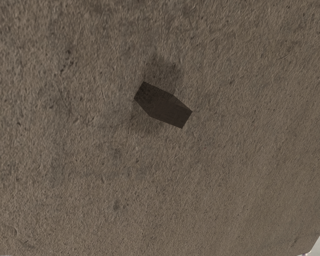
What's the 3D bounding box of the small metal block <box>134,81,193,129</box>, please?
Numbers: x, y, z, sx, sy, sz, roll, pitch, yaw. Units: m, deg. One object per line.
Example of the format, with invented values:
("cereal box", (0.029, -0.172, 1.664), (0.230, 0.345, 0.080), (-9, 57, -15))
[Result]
("small metal block", (0.003, -0.028, 0.377), (0.050, 0.050, 0.025), (20, 108, -36))
